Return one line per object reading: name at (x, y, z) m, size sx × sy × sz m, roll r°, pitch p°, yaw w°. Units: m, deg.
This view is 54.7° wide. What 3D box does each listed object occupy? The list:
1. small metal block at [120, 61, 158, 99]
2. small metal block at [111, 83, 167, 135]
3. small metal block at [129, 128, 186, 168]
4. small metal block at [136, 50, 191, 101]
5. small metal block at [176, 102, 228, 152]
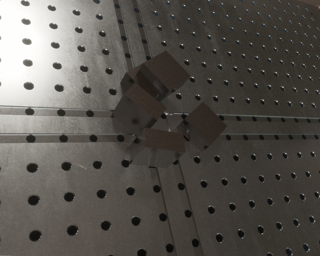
small metal block at (-0.018, -0.063, 0.438) m, size 0.050 × 0.025 × 0.050 m, roll 48°, pitch 51°, yaw 5°
small metal block at (-0.027, -0.021, 0.391) m, size 0.050 × 0.050 × 0.025 m, roll 39°, pitch 51°, yaw -3°
small metal block at (-0.004, 0.026, 0.376) m, size 0.050 × 0.050 × 0.025 m, roll 9°, pitch 58°, yaw -24°
small metal block at (0.005, -0.072, 0.425) m, size 0.050 × 0.025 × 0.050 m, roll 47°, pitch 51°, yaw 4°
small metal block at (0.061, -0.002, 0.444) m, size 0.050 × 0.025 × 0.050 m, roll 46°, pitch 51°, yaw 3°
